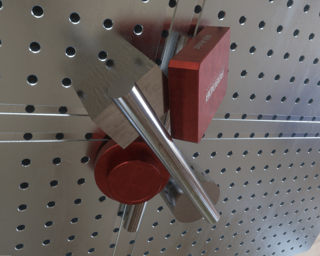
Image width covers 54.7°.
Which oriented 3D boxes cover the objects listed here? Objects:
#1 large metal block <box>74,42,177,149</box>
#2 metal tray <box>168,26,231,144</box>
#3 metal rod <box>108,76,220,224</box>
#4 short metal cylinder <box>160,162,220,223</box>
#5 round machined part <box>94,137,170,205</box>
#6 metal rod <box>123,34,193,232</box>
[{"bbox_3d":[-0.037,-0.038,0.334,0.080,0.080,0.050,-41,130,0],"label":"large metal block"},{"bbox_3d":[0.049,-0.054,0.352,0.131,0.030,0.089,-53,146,-50],"label":"metal tray"},{"bbox_3d":[0.024,0.050,0.365,0.025,0.025,0.300,-37,138,-4],"label":"metal rod"},{"bbox_3d":[0.046,0.101,0.485,0.081,0.050,0.079,-14,125,-21],"label":"short metal cylinder"},{"bbox_3d":[-0.035,0.060,0.399,0.099,0.042,0.097,-4,117,-8],"label":"round machined part"},{"bbox_3d":[-0.005,0.023,0.424,0.025,0.025,0.298,2,117,-30],"label":"metal rod"}]
